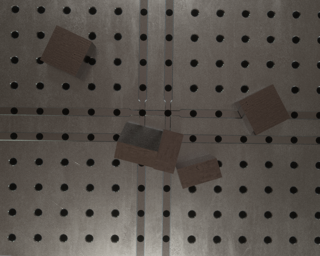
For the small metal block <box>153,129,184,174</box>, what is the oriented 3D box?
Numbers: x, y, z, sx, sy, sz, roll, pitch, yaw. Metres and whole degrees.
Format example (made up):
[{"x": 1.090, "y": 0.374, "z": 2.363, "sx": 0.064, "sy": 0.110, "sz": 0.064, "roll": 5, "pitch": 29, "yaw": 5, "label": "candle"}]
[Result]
[{"x": 0.010, "y": 0.029, "z": 0.401, "sx": 0.025, "sy": 0.050, "sz": 0.050, "roll": 15, "pitch": 90, "yaw": 0, "label": "small metal block"}]

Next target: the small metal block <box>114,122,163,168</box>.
[{"x": -0.026, "y": 0.021, "z": 0.398, "sx": 0.050, "sy": 0.050, "sz": 0.025, "roll": 15, "pitch": 120, "yaw": -1, "label": "small metal block"}]

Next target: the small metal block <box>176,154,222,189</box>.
[{"x": 0.048, "y": 0.055, "z": 0.402, "sx": 0.050, "sy": 0.050, "sz": 0.025, "roll": -16, "pitch": 90, "yaw": 0, "label": "small metal block"}]

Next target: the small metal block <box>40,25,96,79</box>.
[{"x": -0.121, "y": -0.100, "z": 0.412, "sx": 0.050, "sy": 0.025, "sz": 0.050, "roll": 25, "pitch": 90, "yaw": -1, "label": "small metal block"}]

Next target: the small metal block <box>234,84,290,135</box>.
[{"x": 0.136, "y": -0.024, "z": 0.415, "sx": 0.050, "sy": 0.025, "sz": 0.050, "roll": -27, "pitch": 90, "yaw": -1, "label": "small metal block"}]
